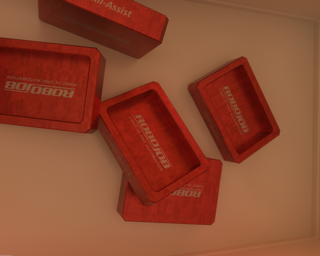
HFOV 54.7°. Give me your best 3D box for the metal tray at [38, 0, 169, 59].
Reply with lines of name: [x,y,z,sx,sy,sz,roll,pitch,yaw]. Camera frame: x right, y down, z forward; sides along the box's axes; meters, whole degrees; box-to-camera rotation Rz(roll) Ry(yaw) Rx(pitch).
metal tray: [-0.067,-0.124,0.351,0.131,0.090,0.030,18,84,-20]

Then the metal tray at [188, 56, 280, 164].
metal tray: [0.109,-0.026,0.449,0.091,0.030,0.130,-32,101,-18]

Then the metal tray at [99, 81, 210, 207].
metal tray: [-0.011,0.016,0.375,0.091,0.030,0.130,-27,80,-28]

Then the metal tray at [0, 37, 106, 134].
metal tray: [-0.131,-0.045,0.335,0.131,0.030,0.089,7,88,1]

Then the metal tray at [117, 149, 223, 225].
metal tray: [0.015,0.079,0.415,0.131,0.030,0.089,9,87,-20]
